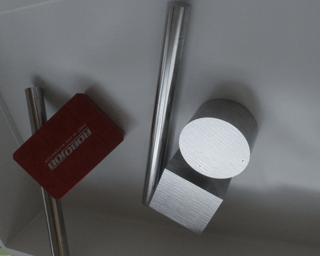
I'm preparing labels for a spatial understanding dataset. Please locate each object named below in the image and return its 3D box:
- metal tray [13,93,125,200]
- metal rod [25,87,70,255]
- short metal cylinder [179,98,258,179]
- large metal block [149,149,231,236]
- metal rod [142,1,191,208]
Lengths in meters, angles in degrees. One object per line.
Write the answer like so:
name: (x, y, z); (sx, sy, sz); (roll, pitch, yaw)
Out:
metal tray: (-0.126, 0.025, 0.438); (0.130, 0.030, 0.090); (-43, 95, 1)
metal rod: (-0.167, 0.087, 0.467); (0.025, 0.025, 0.298); (-12, 87, 33)
short metal cylinder: (0.069, 0.012, 0.363); (0.080, 0.050, 0.079); (13, 124, 20)
large metal block: (0.041, 0.087, 0.424); (0.080, 0.050, 0.079); (28, 128, 10)
metal rod: (0.002, -0.006, 0.402); (0.025, 0.025, 0.298); (20, 126, 16)
